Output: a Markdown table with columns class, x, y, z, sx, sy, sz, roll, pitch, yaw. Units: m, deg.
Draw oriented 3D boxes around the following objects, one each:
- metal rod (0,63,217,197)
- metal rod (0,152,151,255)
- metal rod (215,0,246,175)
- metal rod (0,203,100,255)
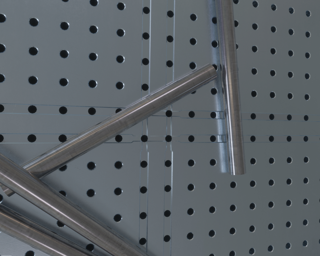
| class | x | y | z | sx | sy | sz | roll | pitch | yaw |
| --- | --- | --- | --- | --- | --- | --- | --- | --- | --- |
| metal rod | -0.051 | -0.007 | 0.393 | 0.302 | 0.025 | 0.025 | -31 | 100 | -17 |
| metal rod | -0.083 | 0.117 | 0.365 | 0.300 | 0.025 | 0.025 | 43 | 77 | -22 |
| metal rod | 0.100 | -0.082 | 0.448 | 0.025 | 0.025 | 0.298 | -6 | 92 | -20 |
| metal rod | -0.101 | 0.155 | 0.375 | 0.301 | 0.025 | 0.025 | 36 | 79 | -17 |
